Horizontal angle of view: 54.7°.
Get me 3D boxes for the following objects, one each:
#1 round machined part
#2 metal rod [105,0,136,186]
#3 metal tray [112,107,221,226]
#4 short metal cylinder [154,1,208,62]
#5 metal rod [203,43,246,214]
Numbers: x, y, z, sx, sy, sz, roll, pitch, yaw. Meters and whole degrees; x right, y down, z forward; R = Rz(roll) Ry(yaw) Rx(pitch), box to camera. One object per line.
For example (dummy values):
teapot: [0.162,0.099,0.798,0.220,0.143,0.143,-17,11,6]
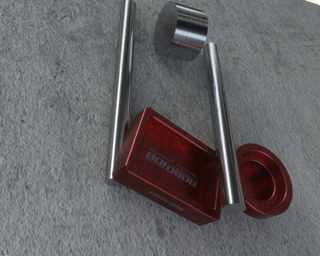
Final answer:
round machined part: [0.124,0.073,0.415,0.099,0.042,0.098,14,56,-21]
metal rod: [-0.049,-0.068,0.418,0.025,0.025,0.299,13,56,-21]
metal tray: [0.017,0.046,0.363,0.130,0.030,0.090,33,48,-20]
short metal cylinder: [0.030,-0.146,0.474,0.050,0.080,0.080,6,59,-25]
metal rod: [0.083,-0.025,0.434,0.025,0.025,0.300,18,46,-18]
